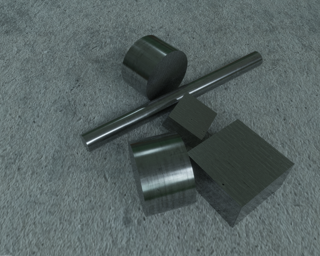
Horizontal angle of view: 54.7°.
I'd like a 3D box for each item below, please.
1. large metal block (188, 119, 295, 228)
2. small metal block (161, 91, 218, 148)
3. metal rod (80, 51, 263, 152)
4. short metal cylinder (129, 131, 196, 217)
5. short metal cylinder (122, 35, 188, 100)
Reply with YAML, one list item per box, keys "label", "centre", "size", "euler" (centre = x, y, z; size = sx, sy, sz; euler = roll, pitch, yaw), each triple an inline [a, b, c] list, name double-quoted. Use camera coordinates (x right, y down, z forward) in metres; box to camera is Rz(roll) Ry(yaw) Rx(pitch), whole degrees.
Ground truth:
- label: "large metal block"
  centre: [0.085, 0.048, 0.347]
  size: [0.081, 0.050, 0.080]
  euler: [-31, 57, -23]
- label: "small metal block"
  centre: [0.039, -0.011, 0.402]
  size: [0.050, 0.025, 0.050]
  euler: [36, 56, 0]
- label: "metal rod"
  centre: [0.031, -0.046, 0.441]
  size: [0.302, 0.025, 0.025]
  euler: [-28, 56, -22]
- label: "short metal cylinder"
  centre: [0.000, 0.048, 0.327]
  size: [0.050, 0.080, 0.080]
  euler: [-13, 51, -10]
- label: "short metal cylinder"
  centre: [-0.007, -0.083, 0.437]
  size: [0.080, 0.080, 0.050]
  euler: [-37, 59, -27]
